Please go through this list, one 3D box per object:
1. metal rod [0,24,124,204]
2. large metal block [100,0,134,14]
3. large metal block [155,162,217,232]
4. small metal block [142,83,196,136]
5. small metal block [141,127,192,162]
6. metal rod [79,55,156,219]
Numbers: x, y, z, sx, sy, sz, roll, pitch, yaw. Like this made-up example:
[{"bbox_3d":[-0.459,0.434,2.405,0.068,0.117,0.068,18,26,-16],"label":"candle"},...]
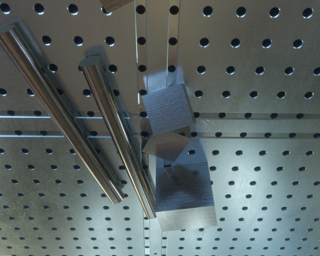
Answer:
[{"bbox_3d":[-0.116,0.006,0.415,0.025,0.025,0.299,-14,129,11],"label":"metal rod"},{"bbox_3d":[-0.028,-0.158,0.260,0.080,0.050,0.080,-21,127,16],"label":"large metal block"},{"bbox_3d":[0.038,0.101,0.462,0.080,0.080,0.050,-8,130,7],"label":"large metal block"},{"bbox_3d":[0.012,-0.022,0.376,0.050,0.025,0.050,-17,90,13],"label":"small metal block"},{"bbox_3d":[0.008,0.015,0.425,0.050,0.025,0.050,20,127,-16],"label":"small metal block"},{"bbox_3d":[-0.045,0.036,0.441,0.025,0.025,0.299,-10,130,8],"label":"metal rod"}]
